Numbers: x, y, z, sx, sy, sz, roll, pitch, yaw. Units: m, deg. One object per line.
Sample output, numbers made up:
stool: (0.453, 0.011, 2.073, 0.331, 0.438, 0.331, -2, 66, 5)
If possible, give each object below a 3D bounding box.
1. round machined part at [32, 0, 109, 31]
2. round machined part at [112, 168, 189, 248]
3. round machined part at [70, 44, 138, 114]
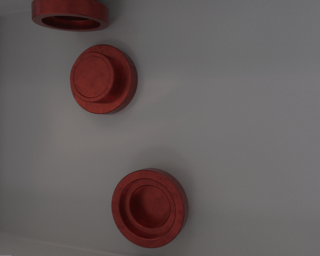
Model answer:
round machined part: (-0.118, -0.161, 0.412, 0.098, 0.098, 0.042, 2, 95, 20)
round machined part: (-0.010, 0.101, 0.405, 0.098, 0.042, 0.097, 0, 90, 20)
round machined part: (-0.084, -0.068, 0.431, 0.098, 0.042, 0.097, 0, 90, 20)
